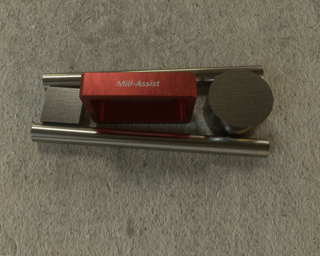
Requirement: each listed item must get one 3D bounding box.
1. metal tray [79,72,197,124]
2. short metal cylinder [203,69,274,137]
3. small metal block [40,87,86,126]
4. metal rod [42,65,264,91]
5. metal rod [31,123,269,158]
[{"bbox_3d":[-0.024,-0.034,0.386,0.131,0.090,0.030,0,70,0],"label":"metal tray"},{"bbox_3d":[0.100,-0.030,0.407,0.081,0.050,0.080,0,70,0],"label":"short metal cylinder"},{"bbox_3d":[-0.128,-0.027,0.419,0.050,0.025,0.050,4,70,1],"label":"small metal block"},{"bbox_3d":[-0.008,-0.070,0.435,0.302,0.025,0.025,-2,70,-1],"label":"metal rod"},{"bbox_3d":[-0.013,0.016,0.403,0.302,0.025,0.025,4,70,1],"label":"metal rod"}]
